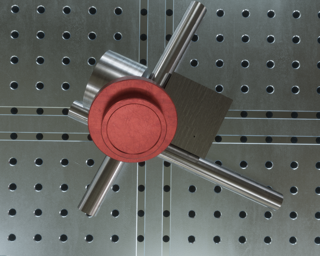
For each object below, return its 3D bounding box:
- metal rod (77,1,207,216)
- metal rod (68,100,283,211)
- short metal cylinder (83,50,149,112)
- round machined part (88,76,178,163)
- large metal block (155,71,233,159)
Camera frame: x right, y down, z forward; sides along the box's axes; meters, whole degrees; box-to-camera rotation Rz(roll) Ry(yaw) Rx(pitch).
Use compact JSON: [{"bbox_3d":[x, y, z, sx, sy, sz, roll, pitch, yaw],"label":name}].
[{"bbox_3d":[-0.019,-0.030,0.394,0.025,0.025,0.299,28,82,-1],"label":"metal rod"},{"bbox_3d":[0.021,0.037,0.413,0.301,0.025,0.025,25,90,-1],"label":"metal rod"},{"bbox_3d":[-0.054,-0.049,0.384,0.050,0.080,0.080,25,90,-1],"label":"short metal cylinder"},{"bbox_3d":[-0.029,-0.005,0.339,0.099,0.042,0.097,-3,110,-7],"label":"round machined part"},{"bbox_3d":[0.035,-0.016,0.398,0.080,0.050,0.080,26,90,-1],"label":"large metal block"}]
